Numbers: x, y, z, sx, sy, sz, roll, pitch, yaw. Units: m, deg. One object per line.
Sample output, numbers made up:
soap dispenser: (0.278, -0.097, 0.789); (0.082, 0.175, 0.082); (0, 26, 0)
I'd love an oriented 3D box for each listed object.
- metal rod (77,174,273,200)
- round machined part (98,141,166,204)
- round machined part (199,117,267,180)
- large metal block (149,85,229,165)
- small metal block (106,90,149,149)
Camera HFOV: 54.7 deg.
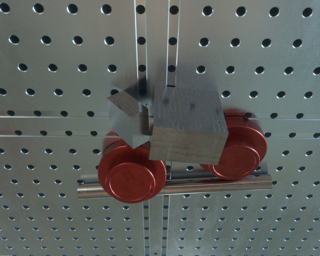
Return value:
metal rod: (0.022, 0.093, 0.490); (0.302, 0.025, 0.025); (-4, 130, 2)
round machined part: (-0.040, 0.068, 0.442); (0.099, 0.042, 0.097); (0, 115, 1)
round machined part: (0.100, 0.035, 0.431); (0.099, 0.042, 0.097); (0, 130, 0)
large metal block: (0.030, -0.005, 0.372); (0.081, 0.080, 0.050); (5, 130, -5)
small metal block: (-0.039, -0.011, 0.383); (0.025, 0.050, 0.050); (-29, 138, -29)
